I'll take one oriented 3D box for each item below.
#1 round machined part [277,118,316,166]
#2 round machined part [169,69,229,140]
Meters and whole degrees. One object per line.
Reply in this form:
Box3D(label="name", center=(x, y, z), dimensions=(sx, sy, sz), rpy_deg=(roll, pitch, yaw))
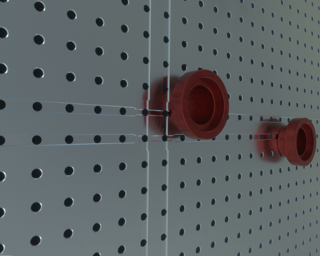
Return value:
Box3D(label="round machined part", center=(0.278, 0.028, 0.636), dimensions=(0.099, 0.042, 0.097), rpy_deg=(0, 90, -40))
Box3D(label="round machined part", center=(0.052, -0.033, 0.444), dimensions=(0.099, 0.042, 0.097), rpy_deg=(0, 90, -40))
